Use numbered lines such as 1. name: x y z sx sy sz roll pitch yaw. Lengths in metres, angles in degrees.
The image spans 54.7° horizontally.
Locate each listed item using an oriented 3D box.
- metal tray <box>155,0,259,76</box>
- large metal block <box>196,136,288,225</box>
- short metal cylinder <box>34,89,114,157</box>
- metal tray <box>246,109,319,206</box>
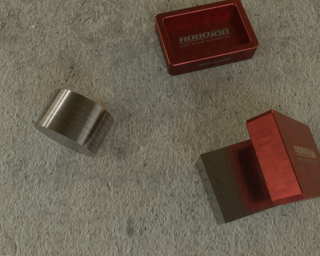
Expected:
1. metal tray: 0.066 -0.134 0.454 0.131 0.030 0.090 -13 71 -5
2. large metal block: 0.097 0.063 0.372 0.081 0.050 0.080 -17 71 -6
3. short metal cylinder: -0.104 -0.005 0.380 0.080 0.080 0.050 23 72 8
4. metal tray: 0.150 0.035 0.347 0.030 0.131 0.090 -27 66 34
